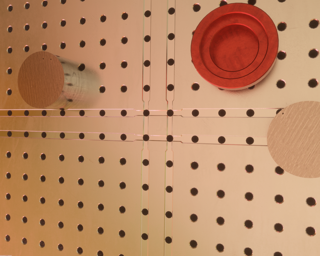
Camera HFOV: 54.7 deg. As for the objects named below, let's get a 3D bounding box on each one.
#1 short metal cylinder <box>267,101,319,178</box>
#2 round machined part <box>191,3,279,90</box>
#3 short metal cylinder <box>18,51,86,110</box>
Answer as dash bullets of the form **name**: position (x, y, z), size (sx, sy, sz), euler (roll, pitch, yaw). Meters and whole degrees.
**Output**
- **short metal cylinder**: position (0.161, 0.012, 0.342), size (0.080, 0.050, 0.080), euler (0, 90, 20)
- **round machined part**: position (0.090, -0.094, 0.372), size (0.098, 0.042, 0.097), euler (0, 90, 20)
- **short metal cylinder**: position (-0.158, -0.067, 0.455), size (0.080, 0.050, 0.080), euler (0, 90, 20)
